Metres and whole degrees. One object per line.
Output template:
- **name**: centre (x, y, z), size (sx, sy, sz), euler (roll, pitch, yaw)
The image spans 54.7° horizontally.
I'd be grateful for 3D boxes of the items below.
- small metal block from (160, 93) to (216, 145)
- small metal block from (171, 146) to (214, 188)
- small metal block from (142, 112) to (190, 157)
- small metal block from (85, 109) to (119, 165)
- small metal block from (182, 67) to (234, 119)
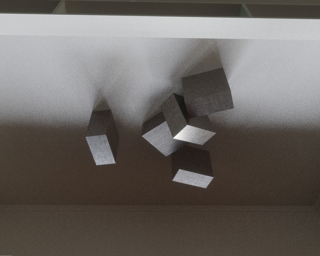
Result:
- **small metal block**: centre (0.034, -0.010, 0.375), size (0.050, 0.050, 0.025), euler (14, 132, -40)
- **small metal block**: centre (0.045, 0.053, 0.439), size (0.050, 0.050, 0.025), euler (15, 128, -13)
- **small metal block**: centre (0.012, 0.005, 0.413), size (0.050, 0.025, 0.050), euler (-32, 124, 24)
- **small metal block**: centre (-0.073, 0.012, 0.402), size (0.025, 0.050, 0.050), euler (-6, 130, 5)
- **small metal block**: centre (0.054, -0.041, 0.358), size (0.050, 0.050, 0.025), euler (-13, 128, 10)
